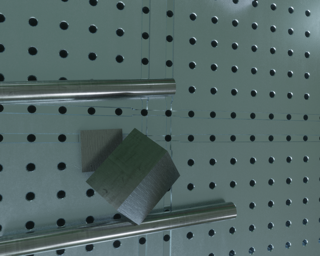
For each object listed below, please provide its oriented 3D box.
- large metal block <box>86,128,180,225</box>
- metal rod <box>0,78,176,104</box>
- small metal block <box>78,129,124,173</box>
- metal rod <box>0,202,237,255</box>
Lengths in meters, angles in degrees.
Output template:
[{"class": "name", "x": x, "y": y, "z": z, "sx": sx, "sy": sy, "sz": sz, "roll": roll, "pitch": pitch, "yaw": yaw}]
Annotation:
[{"class": "large metal block", "x": -0.027, "y": 0.060, "z": 0.367, "sx": 0.050, "sy": 0.080, "sz": 0.080, "roll": 34, "pitch": 75, "yaw": 27}, {"class": "metal rod", "x": -0.125, "y": -0.044, "z": 0.366, "sx": 0.303, "sy": 0.025, "sz": 0.025, "roll": -5, "pitch": 92, "yaw": -20}, {"class": "small metal block", "x": -0.074, "y": 0.027, "z": 0.385, "sx": 0.050, "sy": 0.025, "sz": 0.050, "roll": -3, "pitch": 91, "yaw": -20}, {"class": "metal rod", "x": -0.037, "y": 0.127, "z": 0.398, "sx": 0.303, "sy": 0.025, "sz": 0.025, "roll": -3, "pitch": 91, "yaw": -20}]
